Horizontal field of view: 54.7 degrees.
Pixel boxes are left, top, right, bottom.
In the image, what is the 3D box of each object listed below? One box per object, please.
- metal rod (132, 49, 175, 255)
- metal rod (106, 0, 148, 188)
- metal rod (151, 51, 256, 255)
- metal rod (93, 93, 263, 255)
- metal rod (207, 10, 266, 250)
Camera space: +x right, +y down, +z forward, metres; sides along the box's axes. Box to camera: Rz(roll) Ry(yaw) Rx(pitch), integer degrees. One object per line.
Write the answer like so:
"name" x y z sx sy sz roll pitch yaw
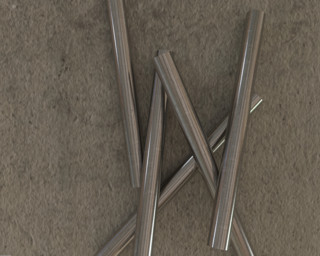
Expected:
"metal rod" -0.009 0.048 0.391 0.025 0.025 0.298 6 83 -1
"metal rod" -0.046 -0.072 0.409 0.025 0.025 0.298 -8 90 0
"metal rod" 0.061 0.049 0.387 0.025 0.025 0.299 -24 100 0
"metal rod" 0.024 0.067 0.410 0.025 0.025 0.300 43 90 -1
"metal rod" 0.097 -0.007 0.382 0.025 0.025 0.299 12 78 -1
